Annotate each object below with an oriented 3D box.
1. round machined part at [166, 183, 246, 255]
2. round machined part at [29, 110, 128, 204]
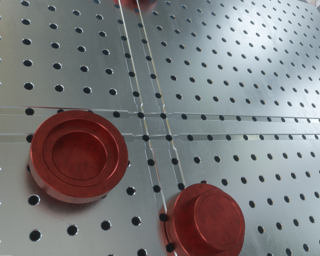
[{"bbox_3d":[0.060,0.111,0.363,0.099,0.042,0.098,14,56,-21],"label":"round machined part"},{"bbox_3d":[-0.088,0.033,0.331,0.099,0.042,0.098,14,56,-21],"label":"round machined part"}]
